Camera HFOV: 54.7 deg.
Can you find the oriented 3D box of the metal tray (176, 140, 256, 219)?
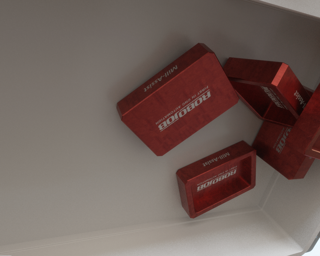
[{"bbox_3d":[0.096,0.084,0.509,0.131,0.030,0.089,-22,127,-15],"label":"metal tray"}]

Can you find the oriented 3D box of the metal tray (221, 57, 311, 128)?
[{"bbox_3d":[0.150,-0.043,0.418,0.130,0.090,0.030,34,83,-39],"label":"metal tray"}]

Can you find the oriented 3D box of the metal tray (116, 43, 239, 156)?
[{"bbox_3d":[0.024,-0.031,0.387,0.130,0.030,0.090,-36,130,6],"label":"metal tray"}]

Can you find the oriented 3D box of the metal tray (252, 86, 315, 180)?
[{"bbox_3d":[0.206,0.003,0.479,0.030,0.090,0.129,4,117,-35],"label":"metal tray"}]

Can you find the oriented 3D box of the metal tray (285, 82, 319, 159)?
[{"bbox_3d":[0.231,-0.001,0.408,0.131,0.030,0.089,15,108,-38],"label":"metal tray"}]
